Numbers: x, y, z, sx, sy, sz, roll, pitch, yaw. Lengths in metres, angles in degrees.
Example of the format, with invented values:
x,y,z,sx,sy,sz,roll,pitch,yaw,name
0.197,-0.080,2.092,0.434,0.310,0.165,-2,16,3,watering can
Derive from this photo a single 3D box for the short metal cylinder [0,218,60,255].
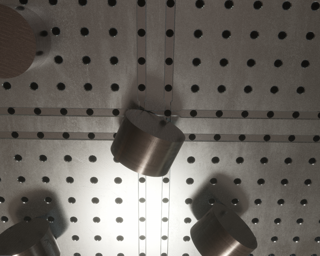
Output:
x,y,z,sx,sy,sz,roll,pitch,yaw,name
-0.192,0.176,0.446,0.080,0.080,0.050,-12,110,4,short metal cylinder

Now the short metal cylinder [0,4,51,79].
x,y,z,sx,sy,sz,roll,pitch,yaw,name
-0.176,-0.102,0.360,0.081,0.050,0.079,0,110,-1,short metal cylinder

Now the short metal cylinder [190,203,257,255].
x,y,z,sx,sy,sz,roll,pitch,yaw,name
0.090,0.155,0.443,0.080,0.080,0.050,35,106,-12,short metal cylinder

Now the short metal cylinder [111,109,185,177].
x,y,z,sx,sy,sz,roll,pitch,yaw,name
-0.015,0.017,0.390,0.080,0.080,0.050,23,108,-9,short metal cylinder
